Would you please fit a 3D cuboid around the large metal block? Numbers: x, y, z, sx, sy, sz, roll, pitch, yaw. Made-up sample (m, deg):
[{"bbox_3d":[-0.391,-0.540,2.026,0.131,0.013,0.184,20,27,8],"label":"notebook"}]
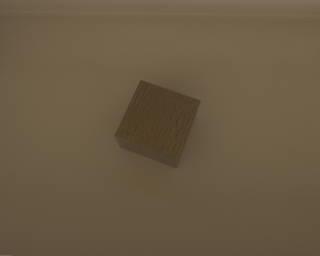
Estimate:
[{"bbox_3d":[-0.001,-0.004,0.398,0.080,0.050,0.080,20,71,7],"label":"large metal block"}]
